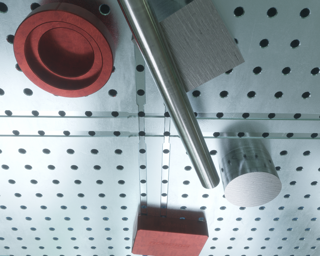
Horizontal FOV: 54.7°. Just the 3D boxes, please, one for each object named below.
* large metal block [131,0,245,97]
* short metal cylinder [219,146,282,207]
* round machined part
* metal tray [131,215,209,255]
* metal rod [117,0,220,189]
[{"bbox_3d":[0.029,-0.090,0.319,0.080,0.050,0.080,-27,126,20],"label":"large metal block"},{"bbox_3d":[0.132,0.073,0.460,0.081,0.050,0.079,0,130,0],"label":"short metal cylinder"},{"bbox_3d":[-0.097,-0.084,0.328,0.099,0.042,0.097,-1,130,0],"label":"round machined part"},{"bbox_3d":[0.017,0.208,0.586,0.131,0.030,0.089,8,130,-7],"label":"metal tray"},{"bbox_3d":[0.013,-0.036,0.315,0.025,0.025,0.299,-16,129,13],"label":"metal rod"}]
